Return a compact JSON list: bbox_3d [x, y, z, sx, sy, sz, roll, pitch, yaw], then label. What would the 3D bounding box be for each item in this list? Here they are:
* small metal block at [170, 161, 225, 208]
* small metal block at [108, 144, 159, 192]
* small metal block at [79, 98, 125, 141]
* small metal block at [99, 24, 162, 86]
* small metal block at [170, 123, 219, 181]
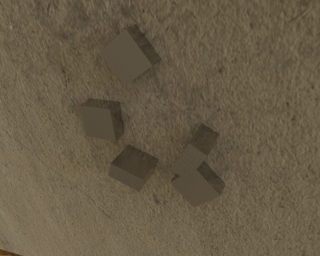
[{"bbox_3d":[0.052,0.076,0.426,0.050,0.025,0.050,48,129,-6],"label":"small metal block"},{"bbox_3d":[-0.037,0.056,0.444,0.050,0.050,0.025,25,127,12],"label":"small metal block"},{"bbox_3d":[-0.082,-0.012,0.440,0.050,0.025,0.050,8,122,23],"label":"small metal block"},{"bbox_3d":[-0.035,-0.086,0.371,0.050,0.025,0.050,-29,103,37],"label":"small metal block"},{"bbox_3d":[0.044,0.029,0.385,0.025,0.050,0.050,35,129,5],"label":"small metal block"}]
